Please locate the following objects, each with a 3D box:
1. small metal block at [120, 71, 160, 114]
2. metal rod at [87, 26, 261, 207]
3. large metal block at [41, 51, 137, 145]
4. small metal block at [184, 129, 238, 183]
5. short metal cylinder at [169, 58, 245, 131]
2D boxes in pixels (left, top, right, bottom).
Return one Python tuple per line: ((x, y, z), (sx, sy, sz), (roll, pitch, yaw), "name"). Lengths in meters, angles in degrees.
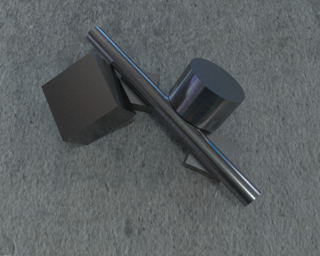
((-0.030, -0.051, 0.428), (0.050, 0.025, 0.050), (12, 70, 4), "small metal block")
((0.007, -0.024, 0.392), (0.025, 0.025, 0.300), (-39, 75, -13), "metal rod")
((-0.089, -0.035, 0.390), (0.080, 0.050, 0.080), (-31, 72, 13), "large metal block")
((0.065, 0.035, 0.398), (0.050, 0.025, 0.050), (23, 71, 8), "small metal block")
((0.059, -0.043, 0.391), (0.080, 0.050, 0.080), (23, 37, -19), "short metal cylinder")
